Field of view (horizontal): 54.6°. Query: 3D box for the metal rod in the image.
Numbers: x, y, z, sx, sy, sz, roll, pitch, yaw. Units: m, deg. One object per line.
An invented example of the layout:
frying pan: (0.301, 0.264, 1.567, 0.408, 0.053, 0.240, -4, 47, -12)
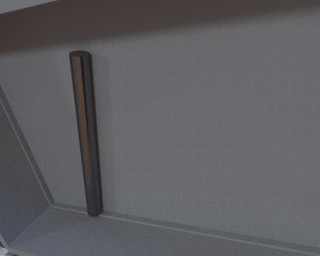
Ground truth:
metal rod: (-0.113, 0.028, 0.486, 0.025, 0.025, 0.298, 16, 125, 19)
